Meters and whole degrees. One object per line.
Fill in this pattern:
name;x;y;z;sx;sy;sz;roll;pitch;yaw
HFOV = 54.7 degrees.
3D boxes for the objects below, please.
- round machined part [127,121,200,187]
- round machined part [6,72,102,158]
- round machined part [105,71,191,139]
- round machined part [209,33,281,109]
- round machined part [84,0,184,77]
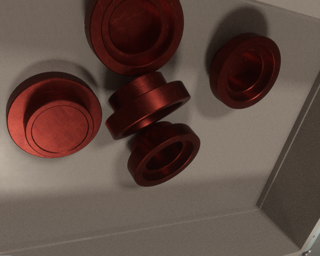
round machined part;0.001;0.029;0.406;0.099;0.042;0.097;-25;146;-18
round machined part;-0.110;-0.007;0.334;0.099;0.042;0.097;-14;125;-21
round machined part;-0.018;-0.028;0.349;0.099;0.098;0.042;-28;86;-11
round machined part;0.107;-0.077;0.410;0.099;0.042;0.097;-14;125;-21
round machined part;-0.029;-0.106;0.318;0.099;0.042;0.097;-14;125;-21
